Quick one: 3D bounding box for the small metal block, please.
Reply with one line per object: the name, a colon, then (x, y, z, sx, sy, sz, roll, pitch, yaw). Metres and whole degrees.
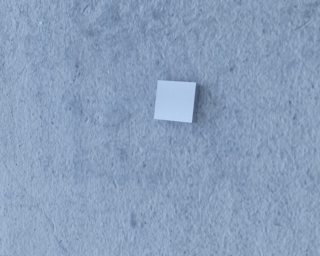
small metal block: (0.022, -0.034, 0.400, 0.050, 0.025, 0.050, 7, 92, 19)
